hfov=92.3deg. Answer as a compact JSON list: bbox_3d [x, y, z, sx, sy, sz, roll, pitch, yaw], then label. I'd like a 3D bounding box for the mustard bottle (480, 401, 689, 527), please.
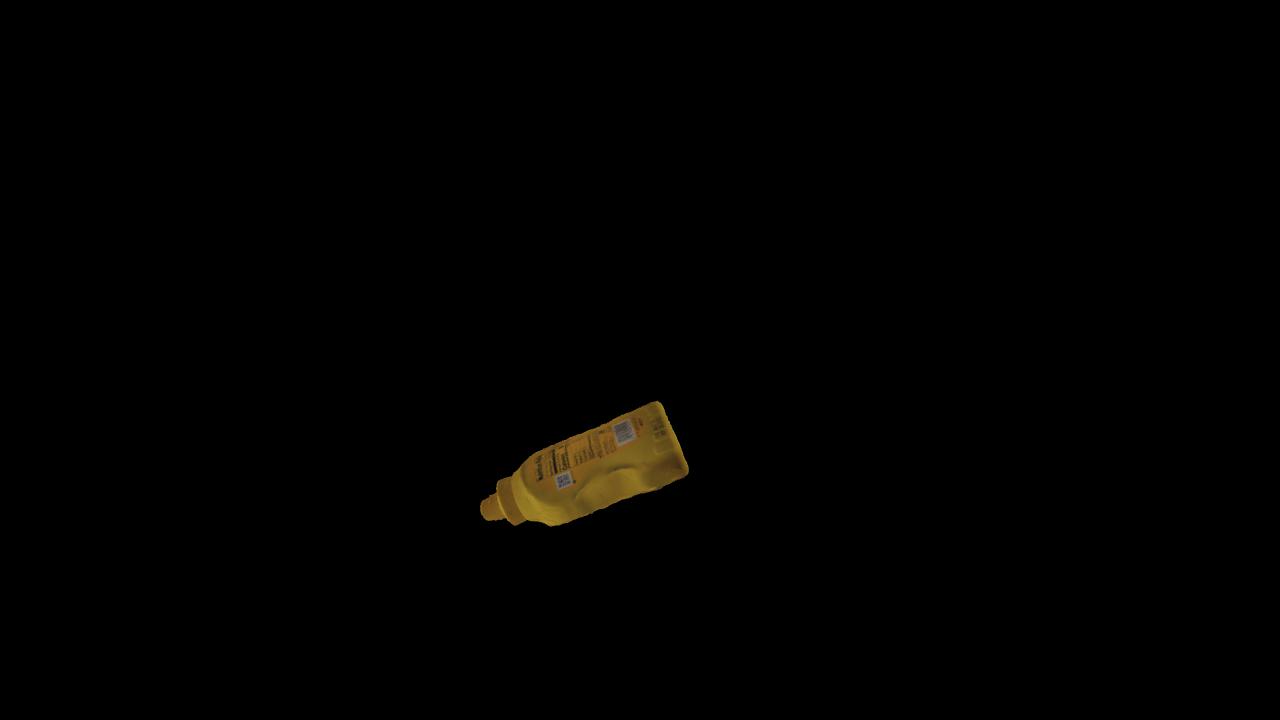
[{"bbox_3d":[-0.054,0.100,0.544,0.184,0.054,0.092,-22,34,-1],"label":"mustard bottle"}]
